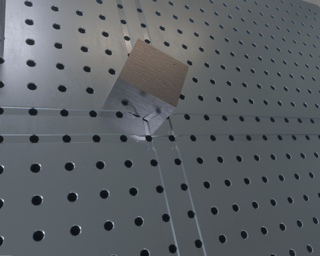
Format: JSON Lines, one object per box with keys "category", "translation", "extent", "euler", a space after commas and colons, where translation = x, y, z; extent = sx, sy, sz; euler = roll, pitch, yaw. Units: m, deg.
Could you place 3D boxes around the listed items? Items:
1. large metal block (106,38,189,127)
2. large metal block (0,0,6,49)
{"category": "large metal block", "translation": [-0.015, -0.062, 0.421], "extent": [0.080, 0.050, 0.080], "euler": [27, 52, -11]}
{"category": "large metal block", "translation": [-0.217, -0.133, 0.337], "extent": [0.081, 0.080, 0.050], "euler": [-6, 65, -31]}
